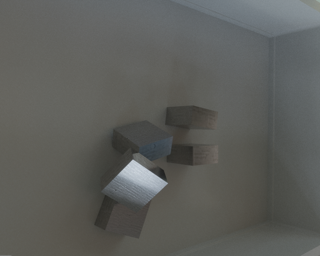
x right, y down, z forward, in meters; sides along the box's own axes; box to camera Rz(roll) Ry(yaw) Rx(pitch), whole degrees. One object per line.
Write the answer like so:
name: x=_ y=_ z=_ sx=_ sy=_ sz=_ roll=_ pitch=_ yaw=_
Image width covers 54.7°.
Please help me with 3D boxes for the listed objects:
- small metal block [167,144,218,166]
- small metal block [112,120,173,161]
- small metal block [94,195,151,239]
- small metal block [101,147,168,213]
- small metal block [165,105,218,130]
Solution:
small metal block: x=0.045 y=0.036 z=0.430 sx=0.050 sy=0.050 sz=0.025 roll=0 pitch=90 yaw=-40
small metal block: x=-0.021 y=0.016 z=0.371 sx=0.050 sy=0.050 sz=0.025 roll=-16 pitch=124 yaw=-39
small metal block: x=-0.043 y=0.100 z=0.372 sx=0.050 sy=0.025 sz=0.050 roll=30 pitch=71 yaw=-36
small metal block: x=-0.029 y=0.057 z=0.336 sx=0.050 sy=0.025 sz=0.050 roll=38 pitch=104 yaw=-26
small metal block: x=0.044 y=-0.013 z=0.429 sx=0.050 sy=0.050 sz=0.025 roll=10 pitch=84 yaw=-40
